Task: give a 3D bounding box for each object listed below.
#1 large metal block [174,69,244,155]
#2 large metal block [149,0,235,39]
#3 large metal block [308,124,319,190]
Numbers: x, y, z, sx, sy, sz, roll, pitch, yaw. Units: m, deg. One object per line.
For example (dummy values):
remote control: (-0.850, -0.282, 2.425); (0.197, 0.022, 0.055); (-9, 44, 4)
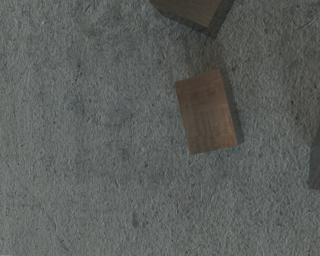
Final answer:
large metal block: (0.060, -0.016, 0.358); (0.050, 0.080, 0.080); (-14, 86, 19)
large metal block: (0.047, -0.168, 0.379); (0.080, 0.050, 0.080); (30, 100, 17)
large metal block: (0.197, 0.029, 0.302); (0.080, 0.080, 0.050); (8, 60, 20)
